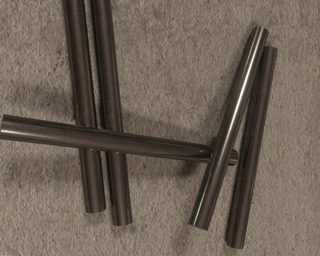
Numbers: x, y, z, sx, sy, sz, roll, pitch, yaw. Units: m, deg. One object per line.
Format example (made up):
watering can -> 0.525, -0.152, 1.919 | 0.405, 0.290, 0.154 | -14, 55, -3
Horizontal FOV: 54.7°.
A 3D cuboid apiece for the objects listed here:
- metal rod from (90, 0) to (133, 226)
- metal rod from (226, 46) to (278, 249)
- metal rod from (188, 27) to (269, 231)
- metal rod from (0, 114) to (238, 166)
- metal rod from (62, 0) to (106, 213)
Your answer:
metal rod -> -0.061, -0.029, 0.386 | 0.025, 0.025, 0.298 | -6, 92, -20
metal rod -> 0.137, 0.026, 0.461 | 0.025, 0.025, 0.298 | 13, 86, -20
metal rod -> 0.099, -0.012, 0.422 | 0.025, 0.025, 0.299 | 28, 72, -18
metal rod -> -0.025, 0.021, 0.376 | 0.302, 0.025, 0.025 | 10, 87, -29
metal rod -> -0.093, -0.048, 0.374 | 0.025, 0.025, 0.298 | -6, 92, -20
